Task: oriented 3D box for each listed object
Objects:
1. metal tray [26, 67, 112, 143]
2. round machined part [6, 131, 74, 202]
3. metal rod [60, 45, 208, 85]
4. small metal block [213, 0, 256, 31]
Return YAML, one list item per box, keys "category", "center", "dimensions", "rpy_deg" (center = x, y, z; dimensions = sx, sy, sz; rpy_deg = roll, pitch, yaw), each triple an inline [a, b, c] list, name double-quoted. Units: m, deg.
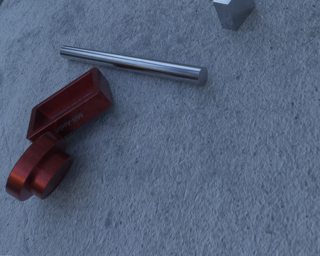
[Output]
- category: "metal tray"
  center: [-0.140, -0.032, 0.479]
  dimensions: [0.130, 0.030, 0.090]
  rpy_deg: [-32, 37, 7]
- category: "round machined part"
  center: [-0.154, 0.056, 0.416]
  dimensions: [0.042, 0.098, 0.098]
  rpy_deg: [32, 77, 1]
- category: "metal rod"
  center: [-0.060, -0.107, 0.500]
  dimensions: [0.300, 0.025, 0.025]
  rpy_deg: [17, 71, 34]
- category: "small metal block"
  center: [0.107, -0.176, 0.440]
  dimensions: [0.025, 0.050, 0.050]
  rpy_deg: [31, 79, 38]
